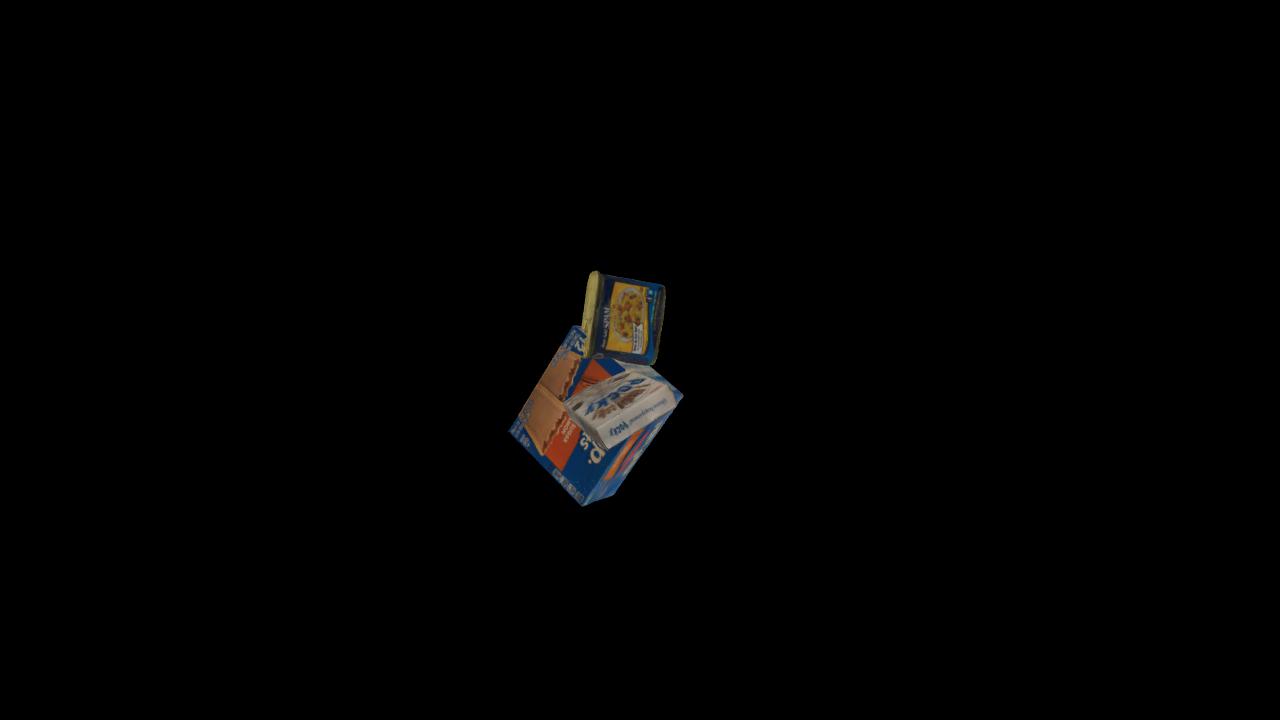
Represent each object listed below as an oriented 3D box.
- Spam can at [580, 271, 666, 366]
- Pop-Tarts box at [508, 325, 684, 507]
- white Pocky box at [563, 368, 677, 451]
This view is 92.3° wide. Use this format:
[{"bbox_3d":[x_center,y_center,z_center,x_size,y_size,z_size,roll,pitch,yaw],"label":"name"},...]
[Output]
[{"bbox_3d":[-0.021,-0.047,0.719,0.085,0.101,0.058,7,3,-18],"label":"Spam can"},{"bbox_3d":[-0.056,0.066,0.755,0.141,0.167,0.083,41,18,21],"label":"Pop-Tarts box"},{"bbox_3d":[-0.027,0.046,0.647,0.084,0.028,0.154,-32,15,-13],"label":"white Pocky box"}]
